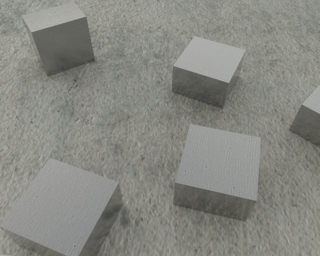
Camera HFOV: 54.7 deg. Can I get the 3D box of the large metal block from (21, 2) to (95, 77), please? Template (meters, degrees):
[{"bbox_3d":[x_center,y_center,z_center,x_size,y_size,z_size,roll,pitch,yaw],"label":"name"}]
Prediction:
[{"bbox_3d":[-0.155,-0.138,0.481,0.081,0.080,0.050,-25,55,-20],"label":"large metal block"}]

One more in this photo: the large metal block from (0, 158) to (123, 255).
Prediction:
[{"bbox_3d":[-0.093,0.087,0.313,0.080,0.050,0.080,17,52,13],"label":"large metal block"}]

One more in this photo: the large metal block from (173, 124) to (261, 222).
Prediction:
[{"bbox_3d":[0.064,0.049,0.347,0.080,0.050,0.080,11,51,9],"label":"large metal block"}]

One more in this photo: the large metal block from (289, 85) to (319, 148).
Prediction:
[{"bbox_3d":[0.232,-0.014,0.402,0.080,0.050,0.080,36,58,26],"label":"large metal block"}]

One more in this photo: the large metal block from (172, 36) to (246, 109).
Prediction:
[{"bbox_3d":[0.072,-0.084,0.459,0.080,0.050,0.080,21,53,16],"label":"large metal block"}]
